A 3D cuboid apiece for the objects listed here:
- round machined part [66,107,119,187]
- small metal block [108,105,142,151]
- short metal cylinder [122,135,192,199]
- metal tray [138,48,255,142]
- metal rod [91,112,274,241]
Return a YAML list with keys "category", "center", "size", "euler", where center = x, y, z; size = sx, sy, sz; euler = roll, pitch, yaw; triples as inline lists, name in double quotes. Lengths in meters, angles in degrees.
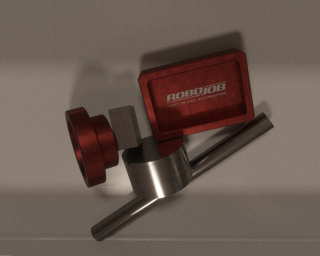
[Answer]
- category: "round machined part"
  center: [-0.082, 0.020, 0.384]
  size: [0.042, 0.098, 0.097]
  euler: [-17, 112, -20]
- category: "small metal block"
  center: [-0.043, -0.001, 0.390]
  size: [0.025, 0.050, 0.050]
  euler: [-13, 92, 3]
- category: "short metal cylinder"
  center: [-0.003, 0.047, 0.399]
  size: [0.080, 0.080, 0.050]
  euler: [-14, 110, 4]
- category: "metal tray"
  center: [0.046, -0.041, 0.393]
  size: [0.131, 0.030, 0.089]
  euler: [-13, 110, 4]
- category: "metal rod"
  center: [0.024, 0.075, 0.439]
  size: [0.300, 0.025, 0.025]
  euler: [-36, 107, 11]
